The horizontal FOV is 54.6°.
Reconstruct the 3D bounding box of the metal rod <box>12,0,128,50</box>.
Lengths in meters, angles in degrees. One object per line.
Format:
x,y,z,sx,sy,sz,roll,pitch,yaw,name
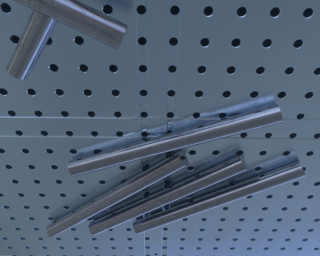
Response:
-0.171,-0.144,0.265,0.301,0.025,0.025,23,127,-11,metal rod

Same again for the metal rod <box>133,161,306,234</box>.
0.086,0.121,0.514,0.300,0.025,0.025,-25,126,20,metal rod

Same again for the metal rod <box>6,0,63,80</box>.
-0.075,-0.157,0.277,0.025,0.025,0.299,29,124,-22,metal rod

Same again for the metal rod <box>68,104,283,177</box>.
0.012,0.021,0.428,0.301,0.025,0.025,-16,129,12,metal rod

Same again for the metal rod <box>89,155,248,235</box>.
0.001,0.117,0.510,0.300,0.025,0.025,-29,125,22,metal rod

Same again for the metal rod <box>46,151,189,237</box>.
-0.082,0.116,0.509,0.299,0.025,0.025,-32,123,24,metal rod
